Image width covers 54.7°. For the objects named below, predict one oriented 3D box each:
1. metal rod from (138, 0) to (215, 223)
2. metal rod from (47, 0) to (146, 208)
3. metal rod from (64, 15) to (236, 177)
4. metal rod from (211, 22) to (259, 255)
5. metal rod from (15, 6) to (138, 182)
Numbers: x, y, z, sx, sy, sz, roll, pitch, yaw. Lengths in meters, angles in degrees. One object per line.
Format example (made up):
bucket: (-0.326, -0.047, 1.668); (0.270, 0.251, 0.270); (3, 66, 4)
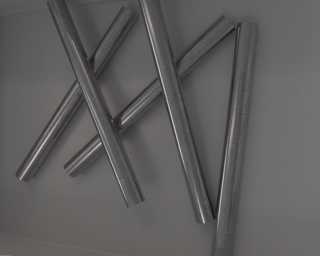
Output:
metal rod: (0.019, -0.029, 0.381); (0.025, 0.025, 0.298); (-14, 94, 19)
metal rod: (-0.088, -0.040, 0.413); (0.025, 0.025, 0.299); (-26, 82, 18)
metal rod: (-0.023, -0.033, 0.418); (0.299, 0.025, 0.025); (-42, 77, 15)
metal rod: (0.090, 0.024, 0.378); (0.025, 0.025, 0.298); (7, 92, 20)
metal rod: (-0.128, -0.042, 0.455); (0.025, 0.025, 0.299); (40, 102, 15)
